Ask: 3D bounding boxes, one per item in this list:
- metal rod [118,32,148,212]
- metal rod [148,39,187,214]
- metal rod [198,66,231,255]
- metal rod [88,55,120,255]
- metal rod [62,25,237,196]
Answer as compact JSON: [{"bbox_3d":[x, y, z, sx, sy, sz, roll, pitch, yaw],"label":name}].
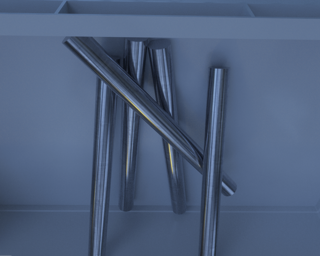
[{"bbox_3d":[-0.041,0.017,0.422,0.025,0.025,0.298,5,130,-4],"label":"metal rod"},{"bbox_3d":[0.016,0.023,0.428,0.025,0.025,0.298,-5,130,4],"label":"metal rod"},{"bbox_3d":[0.066,0.073,0.397,0.025,0.025,0.298,0,107,-1],"label":"metal rod"},{"bbox_3d":[-0.075,0.057,0.401,0.025,0.025,0.298,6,113,-5],"label":"metal rod"},{"bbox_3d":[0.008,-0.001,0.373,0.025,0.025,0.300,-31,124,23],"label":"metal rod"}]
